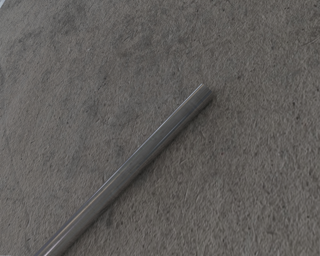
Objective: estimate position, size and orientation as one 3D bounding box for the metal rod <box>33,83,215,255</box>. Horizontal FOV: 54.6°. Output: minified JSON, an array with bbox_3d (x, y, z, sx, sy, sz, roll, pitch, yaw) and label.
[{"bbox_3d":[-0.043,0.059,0.391,0.300,0.025,0.025,-46,51,-4],"label":"metal rod"}]
